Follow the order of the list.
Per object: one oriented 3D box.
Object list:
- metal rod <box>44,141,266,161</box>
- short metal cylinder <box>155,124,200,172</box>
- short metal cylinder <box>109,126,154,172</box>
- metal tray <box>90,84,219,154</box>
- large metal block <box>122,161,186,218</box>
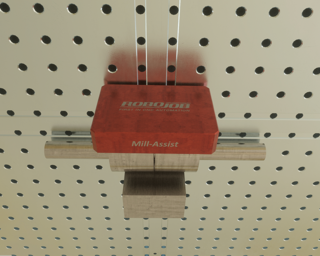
[{"bbox_3d":[-0.006,0.032,0.434,0.302,0.025,0.025,1,130,-1],"label":"metal rod"},{"bbox_3d":[0.020,0.014,0.384,0.050,0.080,0.079,1,130,-1],"label":"short metal cylinder"},{"bbox_3d":[-0.033,0.014,0.384,0.050,0.080,0.079,0,130,-1],"label":"short metal cylinder"},{"bbox_3d":[-0.005,-0.012,0.353,0.131,0.090,0.030,1,130,-1],"label":"metal tray"},{"bbox_3d":[-0.008,0.078,0.437,0.081,0.080,0.050,1,130,-1],"label":"large metal block"}]
